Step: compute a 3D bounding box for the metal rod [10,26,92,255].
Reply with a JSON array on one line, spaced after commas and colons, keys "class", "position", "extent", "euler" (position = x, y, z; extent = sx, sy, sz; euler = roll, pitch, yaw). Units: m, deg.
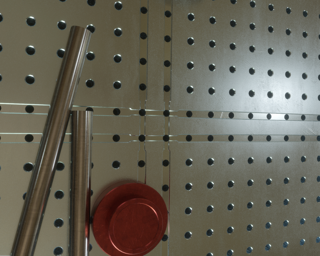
[{"class": "metal rod", "position": [-0.130, 0.026, 0.365], "extent": [0.025, 0.025, 0.298], "euler": [15, 85, -20]}]

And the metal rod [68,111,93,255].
[{"class": "metal rod", "position": [-0.098, 0.128, 0.377], "extent": [0.025, 0.025, 0.298], "euler": [2, 90, -20]}]

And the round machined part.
[{"class": "round machined part", "position": [-0.035, 0.118, 0.392], "extent": [0.099, 0.042, 0.097], "euler": [0, 90, -21]}]
